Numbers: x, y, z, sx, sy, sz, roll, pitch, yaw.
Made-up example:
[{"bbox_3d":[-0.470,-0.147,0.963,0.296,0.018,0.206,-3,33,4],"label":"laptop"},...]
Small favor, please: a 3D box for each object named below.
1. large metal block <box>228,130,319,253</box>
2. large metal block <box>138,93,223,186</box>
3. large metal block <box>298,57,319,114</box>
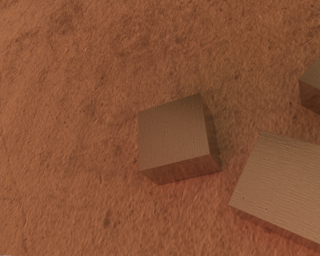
[{"bbox_3d":[0.122,0.058,0.288,0.080,0.050,0.080,18,71,34],"label":"large metal block"},{"bbox_3d":[0.022,0.015,0.366,0.080,0.050,0.080,-16,55,18],"label":"large metal block"},{"bbox_3d":[0.202,-0.046,0.310,0.080,0.050,0.080,-46,51,-4],"label":"large metal block"}]
